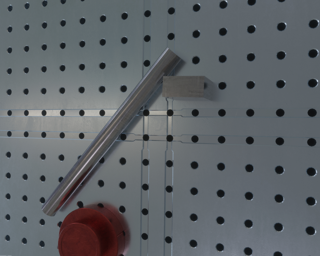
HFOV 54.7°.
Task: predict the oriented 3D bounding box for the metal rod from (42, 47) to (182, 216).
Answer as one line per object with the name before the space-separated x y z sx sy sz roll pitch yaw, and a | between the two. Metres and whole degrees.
metal rod | -0.075 0.013 0.438 0.025 0.025 0.299 43 103 15

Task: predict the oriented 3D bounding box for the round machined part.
round machined part | -0.104 0.163 0.440 0.098 0.042 0.097 0 90 20

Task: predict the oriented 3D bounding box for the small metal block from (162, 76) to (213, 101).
small metal block | 0.035 -0.049 0.387 0.050 0.050 0.025 3 91 20
